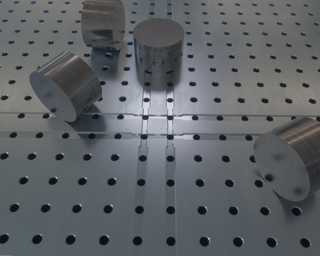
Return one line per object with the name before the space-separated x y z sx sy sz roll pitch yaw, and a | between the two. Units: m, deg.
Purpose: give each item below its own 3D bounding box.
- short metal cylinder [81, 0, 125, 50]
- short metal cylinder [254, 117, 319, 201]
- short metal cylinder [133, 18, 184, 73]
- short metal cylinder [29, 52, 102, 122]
short metal cylinder | -0.092 -0.172 0.516 0.050 0.080 0.080 7 50 6
short metal cylinder | 0.151 0.034 0.344 0.050 0.080 0.080 -23 54 -18
short metal cylinder | -0.002 -0.135 0.505 0.081 0.050 0.080 0 50 0
short metal cylinder | -0.126 -0.055 0.417 0.080 0.080 0.050 27 55 21
